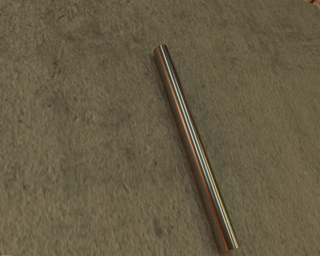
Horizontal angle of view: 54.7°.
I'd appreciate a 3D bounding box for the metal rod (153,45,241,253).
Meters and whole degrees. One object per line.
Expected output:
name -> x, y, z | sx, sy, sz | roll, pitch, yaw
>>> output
metal rod -> 0.042, 0.011, 0.421 | 0.025, 0.025, 0.299 | -3, 63, -30
